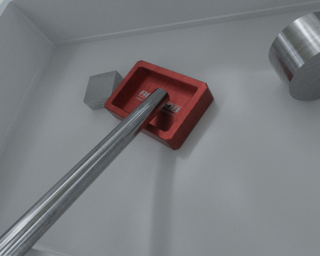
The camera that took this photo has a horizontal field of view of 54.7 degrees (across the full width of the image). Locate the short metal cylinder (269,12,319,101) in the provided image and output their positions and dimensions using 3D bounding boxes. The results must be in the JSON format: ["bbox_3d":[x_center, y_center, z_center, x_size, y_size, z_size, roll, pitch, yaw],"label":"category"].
[{"bbox_3d":[0.165,-0.074,0.329,0.080,0.080,0.050,-25,53,13],"label":"short metal cylinder"}]

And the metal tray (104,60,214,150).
[{"bbox_3d":[-0.005,-0.036,0.425,0.130,0.030,0.090,28,76,37],"label":"metal tray"}]

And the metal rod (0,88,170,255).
[{"bbox_3d":[-0.073,0.042,0.316,0.025,0.025,0.301,9,39,32],"label":"metal rod"}]

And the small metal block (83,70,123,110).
[{"bbox_3d":[-0.087,-0.059,0.486,0.050,0.025,0.050,-8,58,23],"label":"small metal block"}]
